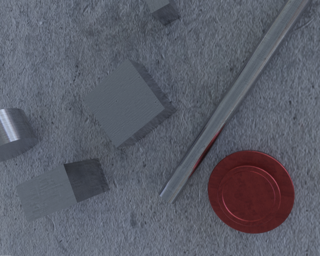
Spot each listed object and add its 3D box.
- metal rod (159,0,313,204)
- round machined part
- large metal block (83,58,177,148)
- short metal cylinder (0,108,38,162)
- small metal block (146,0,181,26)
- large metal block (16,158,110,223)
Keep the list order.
[{"bbox_3d":[0.088,-0.033,0.377,0.025,0.025,0.299,35,101,16],"label":"metal rod"},{"bbox_3d":[0.105,0.075,0.363,0.098,0.042,0.097,0,90,19],"label":"round machined part"},{"bbox_3d":[-0.039,-0.031,0.408,0.080,0.050,0.080,-39,78,15],"label":"large metal block"},{"bbox_3d":[-0.231,0.012,0.459,0.080,0.080,0.050,-31,80,17],"label":"short metal cylinder"},{"bbox_3d":[0.000,-0.166,0.395,0.025,0.050,0.050,-24,83,18],"label":"small metal block"},{"bbox_3d":[-0.130,0.082,0.424,0.080,0.080,0.050,-24,82,18],"label":"large metal block"}]
